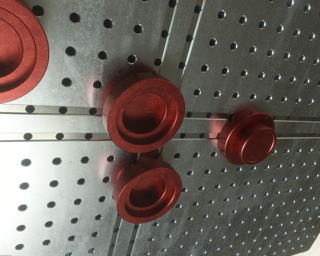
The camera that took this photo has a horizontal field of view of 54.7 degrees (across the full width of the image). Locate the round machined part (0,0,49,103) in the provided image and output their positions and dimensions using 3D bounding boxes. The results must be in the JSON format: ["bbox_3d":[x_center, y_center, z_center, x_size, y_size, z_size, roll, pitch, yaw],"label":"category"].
[{"bbox_3d":[-0.152,-0.073,0.272,0.099,0.042,0.097,-14,125,-21],"label":"round machined part"}]

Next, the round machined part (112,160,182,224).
[{"bbox_3d":[-0.021,0.086,0.443,0.099,0.042,0.097,-14,125,-21],"label":"round machined part"}]

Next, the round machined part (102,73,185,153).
[{"bbox_3d":[-0.023,-0.021,0.376,0.099,0.042,0.097,-14,124,-21],"label":"round machined part"}]

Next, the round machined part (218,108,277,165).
[{"bbox_3d":[0.145,0.020,0.495,0.099,0.042,0.097,-14,125,-21],"label":"round machined part"}]
